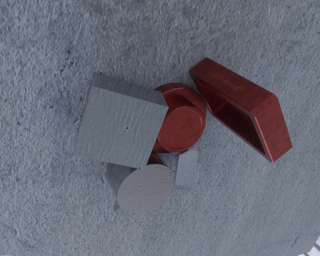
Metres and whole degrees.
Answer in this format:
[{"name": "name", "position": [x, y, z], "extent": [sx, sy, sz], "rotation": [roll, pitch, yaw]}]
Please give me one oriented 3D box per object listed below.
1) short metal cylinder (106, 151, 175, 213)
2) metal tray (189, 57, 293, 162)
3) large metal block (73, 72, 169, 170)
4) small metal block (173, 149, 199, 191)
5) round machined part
[{"name": "short metal cylinder", "position": [-0.027, 0.068, 0.421], "extent": [0.081, 0.050, 0.079], "rotation": [-14, 125, -21]}, {"name": "metal tray", "position": [0.094, -0.025, 0.377], "extent": [0.030, 0.130, 0.090], "rotation": [-38, 130, -3]}, {"name": "large metal block", "position": [-0.046, -0.007, 0.348], "extent": [0.081, 0.050, 0.079], "rotation": [15, 112, -16]}, {"name": "small metal block", "position": [0.035, 0.060, 0.436], "extent": [0.025, 0.050, 0.050], "rotation": [9, 162, 1]}, {"name": "round machined part", "position": [0.020, -0.007, 0.406], "extent": [0.099, 0.042, 0.097], "rotation": [-14, 125, -21]}]
